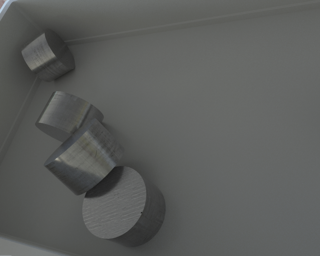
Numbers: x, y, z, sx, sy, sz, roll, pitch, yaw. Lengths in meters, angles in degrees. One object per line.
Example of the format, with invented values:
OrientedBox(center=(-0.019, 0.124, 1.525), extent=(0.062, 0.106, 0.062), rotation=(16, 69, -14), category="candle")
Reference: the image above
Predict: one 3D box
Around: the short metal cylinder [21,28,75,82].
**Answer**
OrientedBox(center=(-0.198, -0.129, 0.554), extent=(0.050, 0.080, 0.080), rotation=(-27, 52, 12), category="short metal cylinder")

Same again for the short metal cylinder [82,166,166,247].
OrientedBox(center=(-0.040, 0.090, 0.356), extent=(0.080, 0.050, 0.080), rotation=(-13, 56, 21), category="short metal cylinder")

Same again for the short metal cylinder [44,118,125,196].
OrientedBox(center=(-0.090, 0.033, 0.371), extent=(0.080, 0.050, 0.080), rotation=(-37, 16, 13), category="short metal cylinder")

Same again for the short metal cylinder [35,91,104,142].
OrientedBox(center=(-0.128, -0.009, 0.444), extent=(0.080, 0.080, 0.050), rotation=(9, 66, 32), category="short metal cylinder")
